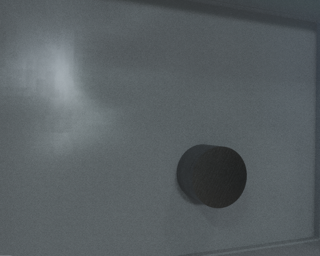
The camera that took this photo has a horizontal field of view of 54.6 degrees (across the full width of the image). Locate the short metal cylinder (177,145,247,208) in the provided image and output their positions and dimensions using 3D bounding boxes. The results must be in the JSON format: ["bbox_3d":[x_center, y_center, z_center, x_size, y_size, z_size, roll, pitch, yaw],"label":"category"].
[{"bbox_3d":[0.070,0.063,0.423,0.081,0.050,0.080,0,90,-20],"label":"short metal cylinder"}]
